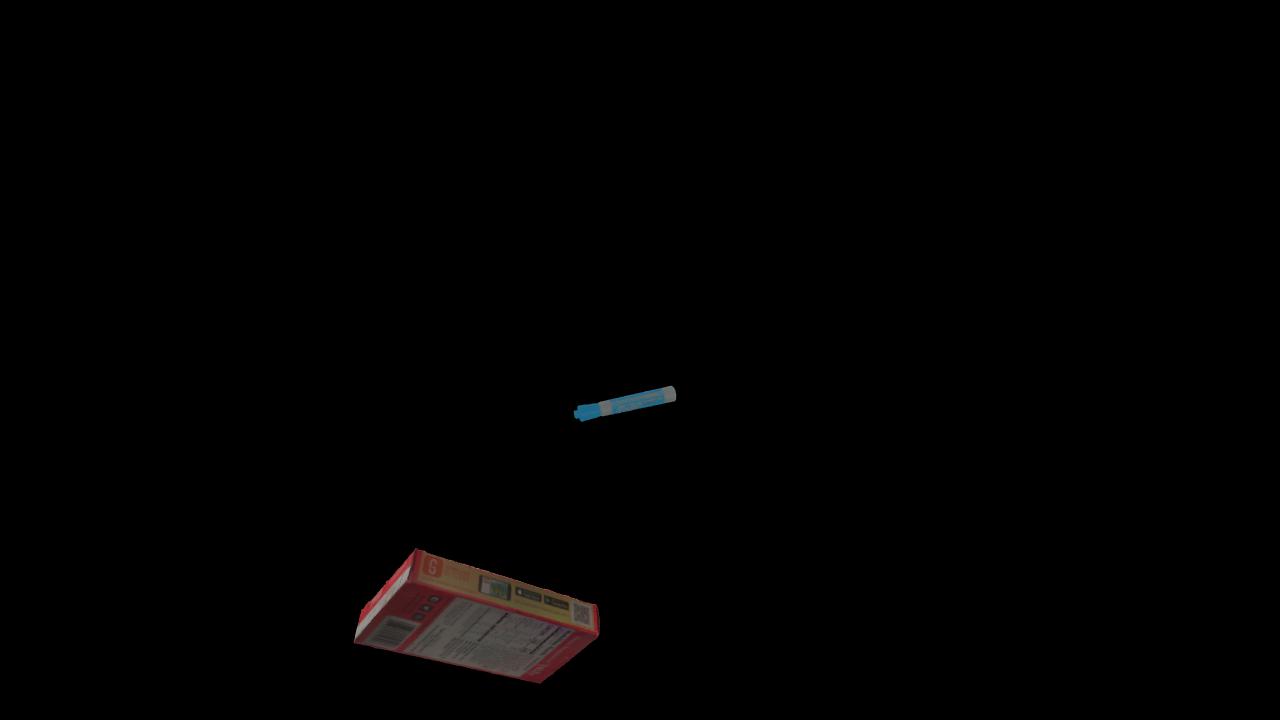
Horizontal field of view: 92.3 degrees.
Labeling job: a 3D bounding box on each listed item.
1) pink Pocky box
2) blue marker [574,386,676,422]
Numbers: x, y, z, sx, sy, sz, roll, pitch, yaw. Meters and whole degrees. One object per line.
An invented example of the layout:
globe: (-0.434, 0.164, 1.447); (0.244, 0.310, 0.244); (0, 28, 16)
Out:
pink Pocky box: (-0.115, 0.193, 0.451); (0.155, 0.084, 0.029); (29, 28, -27)
blue marker: (-0.017, 0.050, 0.706); (0.121, 0.020, 0.020); (-11, 4, -18)
